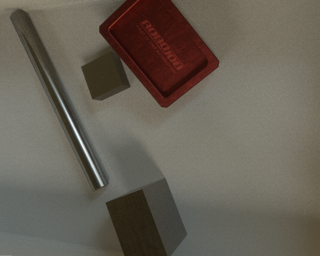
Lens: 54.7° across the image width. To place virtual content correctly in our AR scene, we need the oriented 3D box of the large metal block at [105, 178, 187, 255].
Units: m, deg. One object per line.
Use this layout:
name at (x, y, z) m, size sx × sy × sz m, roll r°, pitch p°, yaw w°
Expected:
large metal block at (-0.014, 0.114, 0.385) m, size 0.050 × 0.080 × 0.080 m, roll -24°, pitch 82°, yaw 18°

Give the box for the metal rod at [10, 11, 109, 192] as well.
metal rod at (-0.153, -0.046, 0.462) m, size 0.025 × 0.025 × 0.299 m, roll -31°, pitch 80°, yaw 17°

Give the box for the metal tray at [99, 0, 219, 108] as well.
metal tray at (0.000, -0.102, 0.387) m, size 0.090 × 0.030 × 0.130 m, roll -38°, pitch 95°, yaw 16°

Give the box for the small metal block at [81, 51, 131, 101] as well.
small metal block at (-0.076, -0.072, 0.436) m, size 0.050 × 0.025 × 0.050 m, roll -22°, pitch 83°, yaw 18°
